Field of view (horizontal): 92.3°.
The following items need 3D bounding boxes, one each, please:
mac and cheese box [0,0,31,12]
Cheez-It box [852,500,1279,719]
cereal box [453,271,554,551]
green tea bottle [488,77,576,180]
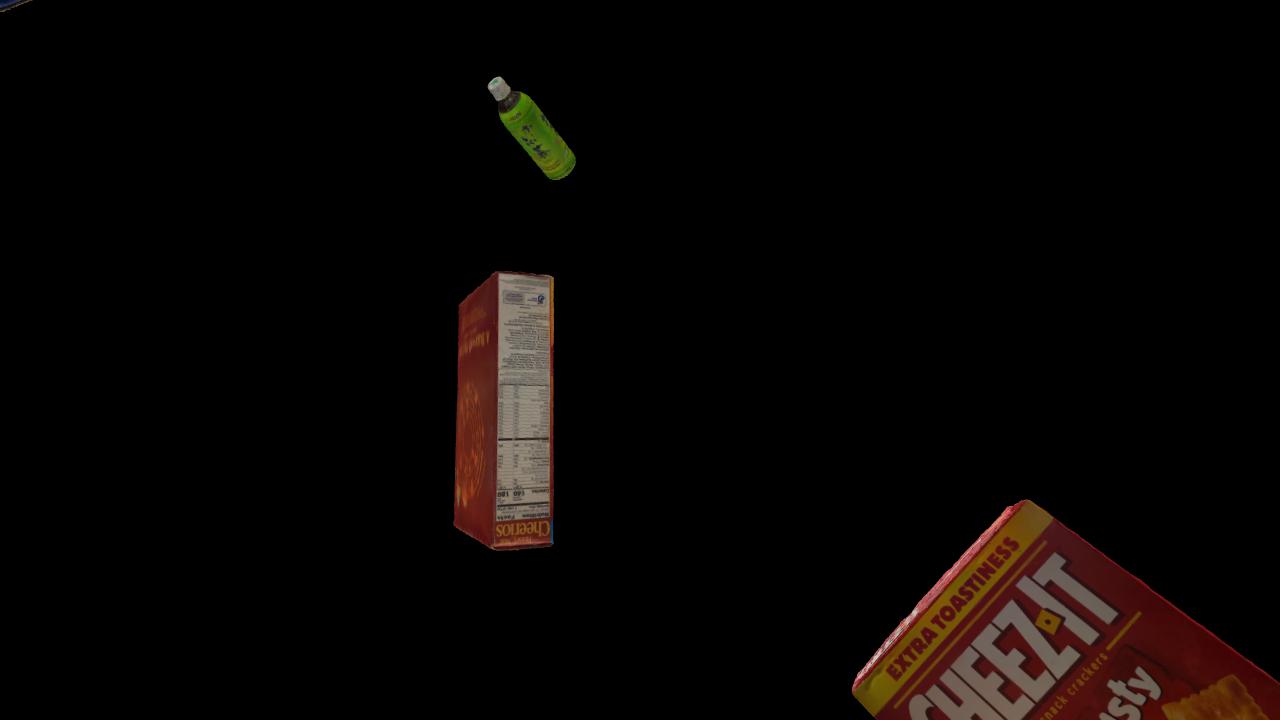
[{"bbox_3d":[-0.425,-0.304,0.334,0.041,0.093,0.184,-39,-28,-21],"label":"mac and cheese box"},{"bbox_3d":[0.265,0.216,0.351,0.223,0.166,0.071,42,2,28],"label":"Cheez-It box"},{"bbox_3d":[-0.171,0.063,0.757,0.081,0.306,0.203,2,-8,-28],"label":"cereal box"},{"bbox_3d":[-0.201,-0.424,1.129,0.073,0.073,0.212,0,-26,33],"label":"green tea bottle"}]
